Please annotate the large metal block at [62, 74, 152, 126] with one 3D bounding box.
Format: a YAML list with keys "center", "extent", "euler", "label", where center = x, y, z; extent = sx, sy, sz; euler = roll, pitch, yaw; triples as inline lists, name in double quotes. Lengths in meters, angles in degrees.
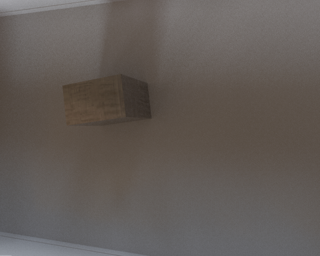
- center: [-0.066, -0.033, 0.403]
  extent: [0.080, 0.080, 0.050]
  euler: [-8, 88, 19]
  label: "large metal block"
